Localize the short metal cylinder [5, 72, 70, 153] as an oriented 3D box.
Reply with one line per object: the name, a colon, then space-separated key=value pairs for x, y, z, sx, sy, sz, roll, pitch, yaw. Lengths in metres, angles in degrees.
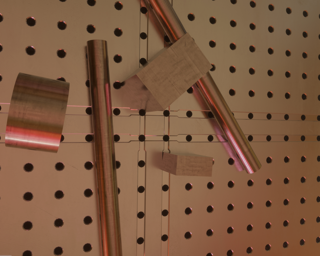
short metal cylinder: x=-0.131 y=-0.015 z=0.335 sx=0.050 sy=0.080 sz=0.080 roll=10 pitch=87 yaw=-20

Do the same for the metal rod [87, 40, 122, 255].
metal rod: x=-0.068 y=0.042 z=0.388 sx=0.025 sy=0.025 sz=0.298 roll=-4 pitch=92 yaw=-20

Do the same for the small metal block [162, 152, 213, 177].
small metal block: x=0.035 y=0.048 z=0.414 sx=0.050 sy=0.050 sz=0.025 roll=5 pitch=89 yaw=-20

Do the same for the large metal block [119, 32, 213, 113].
large metal block: x=0.005 y=-0.065 z=0.386 sx=0.080 sy=0.080 sz=0.050 roll=-42 pitch=104 yaw=-15

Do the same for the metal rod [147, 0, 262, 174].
metal rod: x=0.064 y=-0.063 z=0.437 sx=0.025 sy=0.025 sz=0.299 roll=-35 pitch=102 yaw=-17
